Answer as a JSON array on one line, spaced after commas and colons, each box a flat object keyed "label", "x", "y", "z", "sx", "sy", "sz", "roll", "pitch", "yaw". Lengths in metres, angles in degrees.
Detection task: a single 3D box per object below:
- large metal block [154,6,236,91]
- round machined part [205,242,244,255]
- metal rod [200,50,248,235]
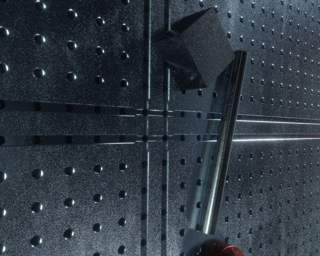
[{"label": "large metal block", "x": 0.052, "y": -0.110, "z": 0.439, "sx": 0.080, "sy": 0.050, "sz": 0.080, "roll": -47, "pitch": 118, "yaw": -30}, {"label": "round machined part", "x": 0.109, "y": 0.238, "z": 0.493, "sx": 0.099, "sy": 0.042, "sz": 0.097, "roll": 0, "pitch": 90, "yaw": -40}, {"label": "metal rod", "x": 0.105, "y": 0.017, "z": 0.500, "sx": 0.025, "sy": 0.025, "sz": 0.299, "roll": 21, "pitch": 77, "yaw": -39}]
